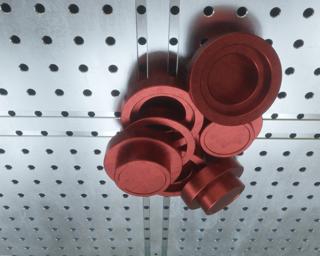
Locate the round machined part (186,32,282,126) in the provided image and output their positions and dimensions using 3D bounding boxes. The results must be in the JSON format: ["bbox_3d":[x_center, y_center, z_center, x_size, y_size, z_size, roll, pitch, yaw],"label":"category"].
[{"bbox_3d":[0.077,-0.054,0.340,0.099,0.042,0.097,-2,109,-6],"label":"round machined part"}]

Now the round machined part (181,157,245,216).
[{"bbox_3d":[0.082,0.087,0.443,0.099,0.042,0.098,-27,150,-17],"label":"round machined part"}]

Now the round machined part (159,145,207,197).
[{"bbox_3d":[0.017,0.052,0.444,0.099,0.042,0.097,0,130,0],"label":"round machined part"}]

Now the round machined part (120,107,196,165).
[{"bbox_3d":[-0.004,0.011,0.409,0.099,0.042,0.097,0,130,0],"label":"round machined part"}]

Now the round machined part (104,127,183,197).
[{"bbox_3d":[-0.021,0.049,0.386,0.099,0.042,0.097,0,130,0],"label":"round machined part"}]

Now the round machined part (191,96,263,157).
[{"bbox_3d":[0.083,0.000,0.401,0.099,0.042,0.097,0,130,0],"label":"round machined part"}]

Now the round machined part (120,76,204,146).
[{"bbox_3d":[0.003,-0.023,0.381,0.099,0.042,0.097,0,130,0],"label":"round machined part"}]
